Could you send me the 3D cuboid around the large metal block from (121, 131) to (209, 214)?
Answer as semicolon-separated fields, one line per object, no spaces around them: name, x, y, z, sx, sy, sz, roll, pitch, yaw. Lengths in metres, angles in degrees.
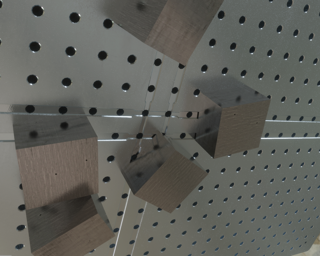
large metal block;0.007;0.064;0.441;0.080;0.050;0.080;-48;129;5

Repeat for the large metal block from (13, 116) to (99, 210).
large metal block;-0.117;0.038;0.355;0.081;0.050;0.079;-9;123;-24

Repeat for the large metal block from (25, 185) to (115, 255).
large metal block;-0.113;0.114;0.385;0.080;0.080;0.050;-30;129;-10

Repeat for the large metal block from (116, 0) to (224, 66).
large metal block;0.008;-0.119;0.308;0.050;0.080;0.080;21;107;-36

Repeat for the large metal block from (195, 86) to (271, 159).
large metal block;0.103;-0.010;0.448;0.081;0.050;0.079;-11;123;-23
